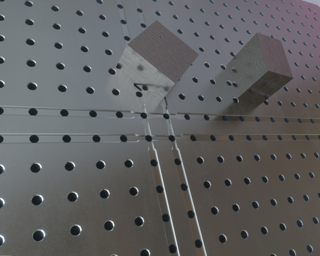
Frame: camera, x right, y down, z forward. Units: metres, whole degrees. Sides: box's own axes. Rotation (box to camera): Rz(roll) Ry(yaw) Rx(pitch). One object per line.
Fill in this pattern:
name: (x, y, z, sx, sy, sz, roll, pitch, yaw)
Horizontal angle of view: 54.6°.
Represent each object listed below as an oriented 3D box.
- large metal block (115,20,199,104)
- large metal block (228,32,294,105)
large metal block: (-0.003, -0.096, 0.449, 0.080, 0.050, 0.080, 39, 51, -2)
large metal block: (0.165, -0.097, 0.520, 0.050, 0.080, 0.080, 10, 57, -23)
